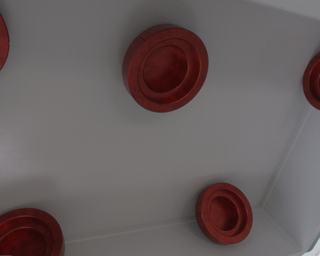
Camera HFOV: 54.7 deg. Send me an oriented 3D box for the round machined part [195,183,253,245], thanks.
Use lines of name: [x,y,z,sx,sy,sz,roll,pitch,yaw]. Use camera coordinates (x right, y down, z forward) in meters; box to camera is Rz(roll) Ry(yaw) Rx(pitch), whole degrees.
round machined part: [0.102,0.144,0.519,0.099,0.098,0.042,-4,158,-26]

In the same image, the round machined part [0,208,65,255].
round machined part: [-0.164,0.149,0.368,0.099,0.098,0.042,-15,142,-20]

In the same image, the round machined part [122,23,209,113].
round machined part: [0.003,-0.070,0.356,0.099,0.042,0.097,-14,124,-21]

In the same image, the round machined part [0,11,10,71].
round machined part: [-0.177,-0.073,0.253,0.099,0.042,0.097,-16,126,-23]

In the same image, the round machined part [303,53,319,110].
round machined part: [0.271,-0.071,0.465,0.042,0.098,0.097,1,118,-29]
